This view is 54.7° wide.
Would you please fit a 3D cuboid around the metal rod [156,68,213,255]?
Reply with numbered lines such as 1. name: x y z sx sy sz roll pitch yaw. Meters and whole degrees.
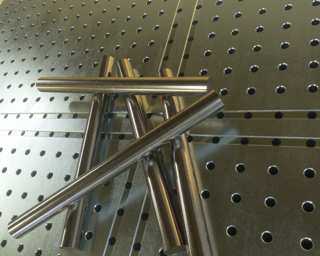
1. metal rod: 0.027 0.044 0.366 0.025 0.025 0.299 -20 54 16

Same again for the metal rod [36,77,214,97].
1. metal rod: -0.069 -0.061 0.448 0.300 0.025 0.025 5 64 30

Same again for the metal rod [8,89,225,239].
1. metal rod: -0.057 0.047 0.375 0.300 0.025 0.025 -33 52 6

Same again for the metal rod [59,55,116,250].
1. metal rod: -0.098 0.016 0.447 0.025 0.025 0.299 -9 58 23

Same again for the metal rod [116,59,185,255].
1. metal rod: -0.021 0.012 0.410 0.025 0.025 0.299 -27 52 11
